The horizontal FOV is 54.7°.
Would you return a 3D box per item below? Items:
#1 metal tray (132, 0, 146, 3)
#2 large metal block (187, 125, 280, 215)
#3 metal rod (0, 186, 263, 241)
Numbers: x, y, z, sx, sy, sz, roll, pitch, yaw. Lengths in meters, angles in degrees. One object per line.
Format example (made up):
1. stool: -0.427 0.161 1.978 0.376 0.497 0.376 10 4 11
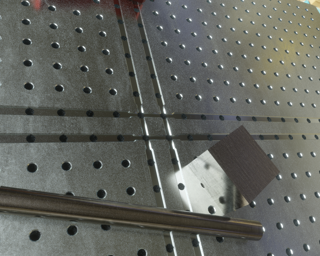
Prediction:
1. metal tray: -0.060 -0.288 0.530 0.091 0.030 0.129 10 70 -23
2. large metal block: 0.099 0.054 0.414 0.081 0.050 0.080 -29 78 -38
3. metal rod: -0.014 0.099 0.341 0.302 0.025 0.025 13 56 -21
